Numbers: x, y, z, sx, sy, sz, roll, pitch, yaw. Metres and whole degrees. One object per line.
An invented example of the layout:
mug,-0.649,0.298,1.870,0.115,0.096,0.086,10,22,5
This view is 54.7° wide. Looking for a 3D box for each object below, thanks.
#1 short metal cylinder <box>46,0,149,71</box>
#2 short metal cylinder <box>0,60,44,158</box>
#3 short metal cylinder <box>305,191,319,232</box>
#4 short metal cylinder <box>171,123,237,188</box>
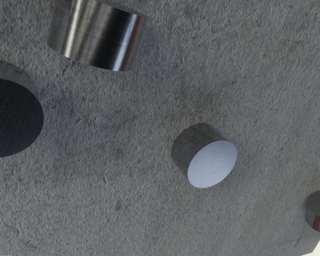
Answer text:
short metal cylinder,-0.057,-0.091,0.284,0.081,0.080,0.050,7,115,-32
short metal cylinder,-0.156,-0.019,0.294,0.081,0.050,0.079,-14,124,-21
short metal cylinder,0.367,0.186,0.687,0.081,0.080,0.050,-22,127,-16
short metal cylinder,0.063,0.040,0.449,0.081,0.050,0.079,-14,124,-21
